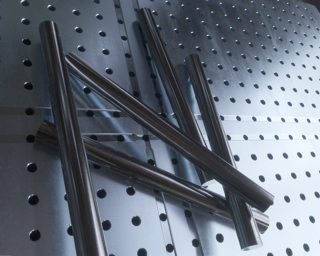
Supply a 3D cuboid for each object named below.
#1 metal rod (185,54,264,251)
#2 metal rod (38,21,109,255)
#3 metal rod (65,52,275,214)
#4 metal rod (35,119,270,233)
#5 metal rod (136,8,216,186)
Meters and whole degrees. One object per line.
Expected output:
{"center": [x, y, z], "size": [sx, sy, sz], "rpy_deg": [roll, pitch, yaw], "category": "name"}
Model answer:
{"center": [0.078, 0.010, 0.425], "size": [0.025, 0.025, 0.299], "rpy_deg": [7, 52, -25], "category": "metal rod"}
{"center": [-0.099, -0.008, 0.328], "size": [0.025, 0.025, 0.299], "rpy_deg": [-2, 55, -29], "category": "metal rod"}
{"center": [0.001, 0.000, 0.374], "size": [0.300, 0.025, 0.025], "rpy_deg": [36, 50, 9], "category": "metal rod"}
{"center": [0.002, 0.063, 0.372], "size": [0.302, 0.025, 0.025], "rpy_deg": [25, 53, -13], "category": "metal rod"}
{"center": [0.019, -0.060, 0.447], "size": [0.025, 0.025, 0.299], "rpy_deg": [-4, 61, -30], "category": "metal rod"}
